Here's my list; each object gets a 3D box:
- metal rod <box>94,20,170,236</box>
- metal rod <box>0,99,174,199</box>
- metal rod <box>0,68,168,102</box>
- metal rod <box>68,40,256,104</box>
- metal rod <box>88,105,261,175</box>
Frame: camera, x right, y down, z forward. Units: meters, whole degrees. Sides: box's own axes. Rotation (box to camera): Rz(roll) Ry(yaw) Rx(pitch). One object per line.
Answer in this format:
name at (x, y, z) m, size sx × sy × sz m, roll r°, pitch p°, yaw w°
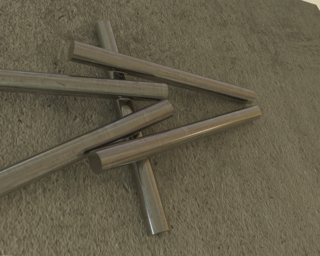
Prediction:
metal rod at (-0.042, -0.017, 0.394) m, size 0.025 × 0.025 × 0.299 m, roll -3°, pitch 63°, yaw -30°
metal rod at (-0.107, 0.032, 0.311) m, size 0.302 × 0.025 × 0.025 m, roll -26°, pitch 76°, yaw -32°
metal rod at (-0.135, -0.050, 0.346) m, size 0.303 × 0.025 × 0.025 m, roll 2°, pitch 61°, yaw -21°
metal rod at (0.023, -0.072, 0.442) m, size 0.302 × 0.025 × 0.025 m, roll 9°, pitch 58°, yaw -31°
metal rod at (0.045, 0.005, 0.408) m, size 0.302 × 0.025 × 0.025 m, roll -15°, pitch 70°, yaw -41°
